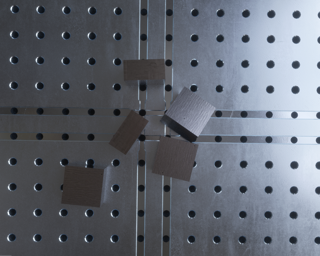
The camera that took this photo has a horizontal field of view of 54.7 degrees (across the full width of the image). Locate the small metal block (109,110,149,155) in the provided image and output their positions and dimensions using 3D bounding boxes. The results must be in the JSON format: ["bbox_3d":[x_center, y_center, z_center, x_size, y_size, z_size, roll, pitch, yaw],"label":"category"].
[{"bbox_3d":[-0.038,0.005,0.400,0.025,0.050,0.050,34,90,-1],"label":"small metal block"}]

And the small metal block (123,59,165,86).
[{"bbox_3d":[-0.019,-0.071,0.401,0.050,0.050,0.025,-2,90,-1],"label":"small metal block"}]

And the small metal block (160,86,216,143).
[{"bbox_3d":[0.037,-0.018,0.404,0.050,0.025,0.050,35,65,0],"label":"small metal block"}]

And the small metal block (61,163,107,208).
[{"bbox_3d":[-0.100,0.075,0.412,0.050,0.025,0.050,6,90,-1],"label":"small metal block"}]

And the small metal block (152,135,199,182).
[{"bbox_3d":[0.020,0.040,0.414,0.050,0.025,0.050,14,90,-1],"label":"small metal block"}]
